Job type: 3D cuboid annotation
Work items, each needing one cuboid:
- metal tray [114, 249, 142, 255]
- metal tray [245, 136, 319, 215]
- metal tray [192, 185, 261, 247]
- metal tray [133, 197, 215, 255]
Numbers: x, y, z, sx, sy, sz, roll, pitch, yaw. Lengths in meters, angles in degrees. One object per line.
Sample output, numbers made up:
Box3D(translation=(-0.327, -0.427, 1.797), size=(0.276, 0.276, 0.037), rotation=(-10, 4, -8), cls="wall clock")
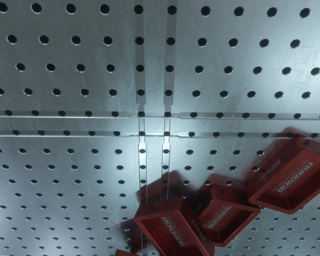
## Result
Box3D(translation=(-0.017, 0.272, 0.595), size=(0.130, 0.030, 0.090), rotation=(6, 150, 23), cls="metal tray")
Box3D(translation=(0.206, 0.078, 0.477), size=(0.091, 0.030, 0.129), rotation=(19, 127, -16), cls="metal tray")
Box3D(translation=(0.102, 0.158, 0.544), size=(0.091, 0.030, 0.129), rotation=(16, 128, -14), cls="metal tray")
Box3D(translation=(0.026, 0.181, 0.531), size=(0.090, 0.030, 0.130), rotation=(-20, 114, 29), cls="metal tray")
